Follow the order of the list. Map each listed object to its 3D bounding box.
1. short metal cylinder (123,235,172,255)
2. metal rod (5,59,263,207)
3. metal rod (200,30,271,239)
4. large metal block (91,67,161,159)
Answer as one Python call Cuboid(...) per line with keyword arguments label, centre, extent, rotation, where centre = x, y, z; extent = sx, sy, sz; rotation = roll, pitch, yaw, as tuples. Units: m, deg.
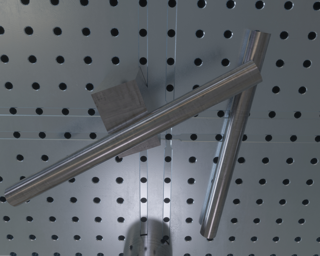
Cuboid(label="short metal cylinder", centre=(-0.020, 0.216, 0.480), extent=(0.081, 0.050, 0.079), rotation=(0, 110, 0))
Cuboid(label="metal rod", centre=(-0.036, 0.011, 0.331), extent=(0.301, 0.025, 0.025), rotation=(-27, 108, 9))
Cuboid(label="metal rod", centre=(0.097, 0.023, 0.422), extent=(0.025, 0.025, 0.298), rotation=(9, 110, -3))
Cuboid(label="large metal block", centre=(-0.036, -0.022, 0.376), extent=(0.050, 0.080, 0.080), rotation=(-18, 109, 6))
